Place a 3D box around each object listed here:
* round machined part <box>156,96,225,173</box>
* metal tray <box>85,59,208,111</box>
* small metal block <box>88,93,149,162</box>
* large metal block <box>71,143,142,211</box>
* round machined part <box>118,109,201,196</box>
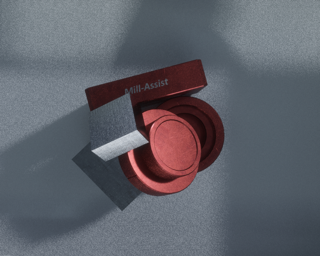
[{"bbox_3d":[0.031,0.009,0.403,0.099,0.042,0.097,0,90,-1],"label":"round machined part"},{"bbox_3d":[-0.015,-0.045,0.377,0.131,0.090,0.030,-15,91,-1],"label":"metal tray"},{"bbox_3d":[-0.044,-0.001,0.317,0.050,0.025,0.050,-24,51,12],"label":"small metal block"},{"bbox_3d":[-0.052,0.046,0.382,0.050,0.080,0.080,-44,91,0],"label":"large metal block"},{"bbox_3d":[0.006,0.024,0.344,0.099,0.042,0.098,14,65,-31],"label":"round machined part"}]
